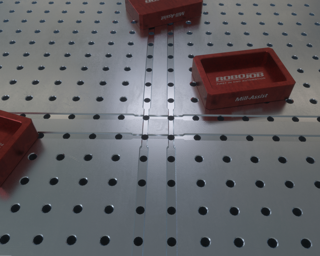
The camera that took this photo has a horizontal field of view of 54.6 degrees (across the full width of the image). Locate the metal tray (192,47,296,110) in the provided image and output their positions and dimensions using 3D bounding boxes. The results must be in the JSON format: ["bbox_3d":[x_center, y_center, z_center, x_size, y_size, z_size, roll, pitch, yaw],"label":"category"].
[{"bbox_3d":[0.122,-0.077,0.469,0.131,0.030,0.090,-8,50,-7],"label":"metal tray"}]

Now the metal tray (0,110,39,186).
[{"bbox_3d":[-0.236,0.014,0.391,0.130,0.030,0.090,15,52,12],"label":"metal tray"}]

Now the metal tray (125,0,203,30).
[{"bbox_3d":[0.007,-0.242,0.608,0.131,0.030,0.090,-18,52,-15],"label":"metal tray"}]
